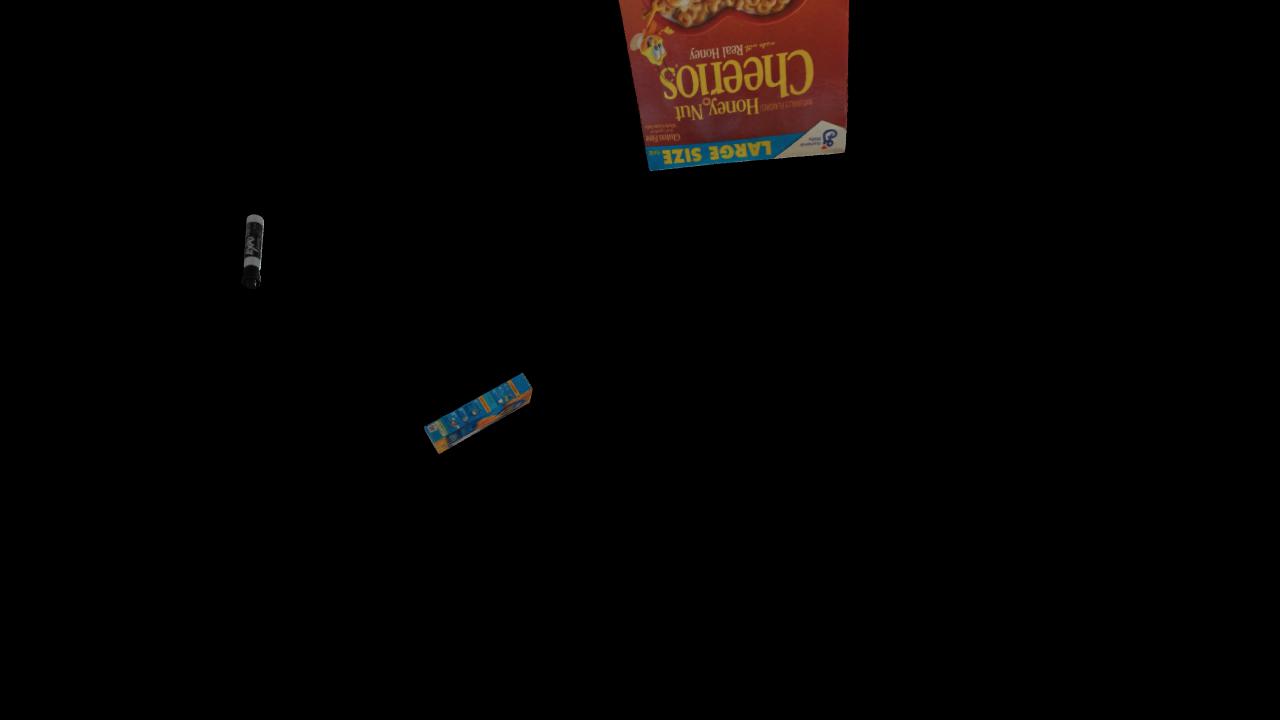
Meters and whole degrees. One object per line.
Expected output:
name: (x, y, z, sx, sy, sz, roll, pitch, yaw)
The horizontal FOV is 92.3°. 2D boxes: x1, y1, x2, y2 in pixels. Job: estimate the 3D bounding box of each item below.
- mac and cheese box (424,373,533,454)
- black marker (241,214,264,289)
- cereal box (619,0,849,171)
mac and cheese box: (-0.275, 0.093, 1.060, 0.184, 0.041, 0.093, -30, -11, -21)
black marker: (-0.464, -0.130, 0.737, 0.020, 0.121, 0.020, -15, -35, -11)
cereal box: (0.085, -0.334, 0.555, 0.203, 0.306, 0.081, 1, 41, 16)
